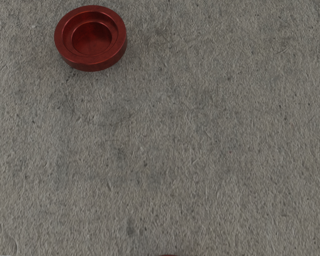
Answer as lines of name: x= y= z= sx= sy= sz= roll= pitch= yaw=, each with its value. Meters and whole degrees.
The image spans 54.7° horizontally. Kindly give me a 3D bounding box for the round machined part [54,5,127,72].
round machined part: x=-0.095 y=-0.123 z=0.443 sx=0.099 sy=0.042 sz=0.098 roll=0 pitch=70 yaw=0
